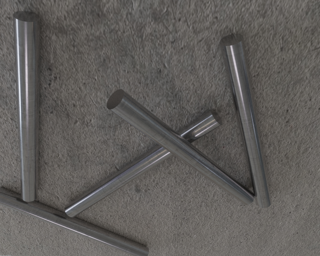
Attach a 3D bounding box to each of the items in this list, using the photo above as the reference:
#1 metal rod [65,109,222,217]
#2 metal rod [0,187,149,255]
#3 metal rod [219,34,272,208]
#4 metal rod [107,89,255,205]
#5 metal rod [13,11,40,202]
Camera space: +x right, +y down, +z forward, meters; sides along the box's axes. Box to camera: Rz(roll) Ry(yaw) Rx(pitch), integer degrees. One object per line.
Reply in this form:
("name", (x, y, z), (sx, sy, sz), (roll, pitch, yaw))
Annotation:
("metal rod", (-0.039, 0.062, 0.459), (0.299, 0.025, 0.025), (-35, 122, 25))
("metal rod", (-0.146, 0.178, 0.556), (0.301, 0.025, 0.025), (32, 123, -25))
("metal rod", (0.123, 0.014, 0.420), (0.025, 0.025, 0.299), (-15, 129, 12))
("metal rod", (0.048, 0.042, 0.413), (0.025, 0.025, 0.301), (-32, 132, 24))
("metal rod", (-0.171, -0.002, 0.403), (0.025, 0.025, 0.298), (11, 129, -10))
